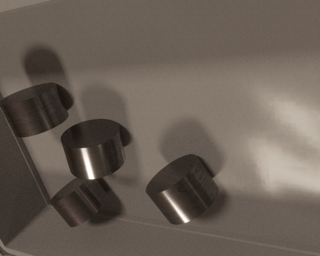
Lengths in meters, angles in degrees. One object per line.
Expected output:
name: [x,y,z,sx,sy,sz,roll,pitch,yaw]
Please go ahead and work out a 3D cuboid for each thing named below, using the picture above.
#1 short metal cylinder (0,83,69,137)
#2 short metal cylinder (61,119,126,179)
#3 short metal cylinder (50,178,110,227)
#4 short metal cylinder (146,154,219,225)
short metal cylinder: [-0.181,-0.028,0.449,0.080,0.080,0.050,-2,118,29]
short metal cylinder: [-0.093,0.028,0.437,0.080,0.080,0.050,7,122,24]
short metal cylinder: [-0.132,0.116,0.512,0.080,0.080,0.050,-25,105,36]
short metal cylinder: [0.029,0.079,0.406,0.080,0.080,0.050,-28,103,37]
